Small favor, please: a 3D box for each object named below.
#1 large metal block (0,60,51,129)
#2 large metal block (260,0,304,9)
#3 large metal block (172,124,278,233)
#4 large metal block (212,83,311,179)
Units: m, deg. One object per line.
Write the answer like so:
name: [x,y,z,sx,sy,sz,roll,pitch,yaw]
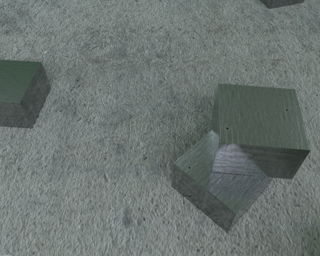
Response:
large metal block: [-0.209,-0.048,0.426,0.080,0.050,0.080,4,50,3]
large metal block: [0.245,-0.293,0.635,0.081,0.050,0.080,-14,52,-12]
large metal block: [0.071,0.052,0.344,0.080,0.050,0.080,37,59,27]
large metal block: [0.098,0.002,0.321,0.080,0.050,0.080,5,50,3]
